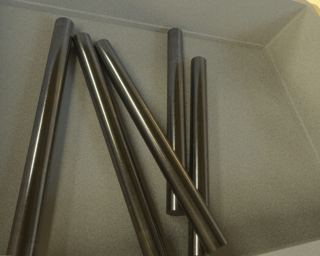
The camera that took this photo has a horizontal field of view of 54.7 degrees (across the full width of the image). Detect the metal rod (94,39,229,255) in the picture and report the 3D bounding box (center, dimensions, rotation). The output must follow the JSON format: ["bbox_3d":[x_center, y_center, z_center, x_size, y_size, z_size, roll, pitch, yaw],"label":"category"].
[{"bbox_3d":[-0.011,0.005,0.375,0.025,0.025,0.299,-15,63,-34],"label":"metal rod"}]

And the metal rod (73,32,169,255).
[{"bbox_3d":[-0.054,0.009,0.370,0.025,0.025,0.299,-9,66,-32],"label":"metal rod"}]

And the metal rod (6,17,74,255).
[{"bbox_3d":[-0.125,-0.012,0.345,0.025,0.025,0.299,12,57,-22],"label":"metal rod"}]

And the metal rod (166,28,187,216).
[{"bbox_3d":[0.022,-0.029,0.435,0.025,0.025,0.299,15,56,-20],"label":"metal rod"}]

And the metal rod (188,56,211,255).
[{"bbox_3d":[0.053,0.018,0.423,0.025,0.025,0.300,17,55,-19],"label":"metal rod"}]
